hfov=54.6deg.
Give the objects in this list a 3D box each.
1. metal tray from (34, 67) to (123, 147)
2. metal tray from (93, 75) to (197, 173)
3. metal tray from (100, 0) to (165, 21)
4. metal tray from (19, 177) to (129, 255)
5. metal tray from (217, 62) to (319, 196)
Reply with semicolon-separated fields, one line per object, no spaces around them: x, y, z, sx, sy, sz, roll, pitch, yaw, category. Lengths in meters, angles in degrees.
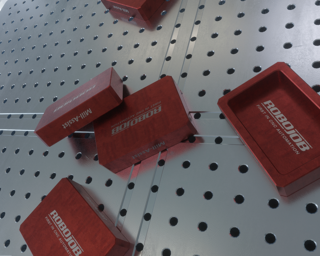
-0.118;-0.034;0.466;0.130;0.030;0.090;-30;27;10;metal tray
-0.026;-0.006;0.423;0.130;0.030;0.090;-26;52;11;metal tray
-0.046;-0.258;0.589;0.130;0.030;0.090;32;79;38;metal tray
-0.110;0.133;0.382;0.090;0.030;0.130;-49;51;-7;metal tray
0.133;-0.004;0.337;0.090;0.030;0.130;-32;51;7;metal tray
